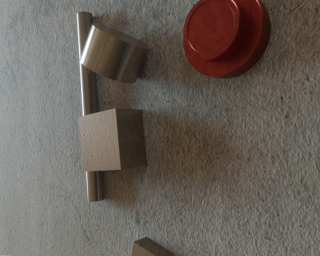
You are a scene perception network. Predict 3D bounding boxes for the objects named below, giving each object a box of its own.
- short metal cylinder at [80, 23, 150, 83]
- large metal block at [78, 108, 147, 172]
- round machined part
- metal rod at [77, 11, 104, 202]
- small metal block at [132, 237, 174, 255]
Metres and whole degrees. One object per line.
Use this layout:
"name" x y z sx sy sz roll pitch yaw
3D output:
"short metal cylinder" -0.061 -0.101 0.417 0.080 0.081 0.050 38 113 33
"large metal block" -0.068 0.018 0.443 0.080 0.050 0.080 -9 84 39
"round machined part" 0.065 -0.105 0.339 0.098 0.042 0.097 0 90 39
"metal rod" -0.111 -0.035 0.493 0.025 0.025 0.298 -7 86 39
"small metal block" -0.013 0.183 0.413 0.050 0.025 0.050 17 101 38
